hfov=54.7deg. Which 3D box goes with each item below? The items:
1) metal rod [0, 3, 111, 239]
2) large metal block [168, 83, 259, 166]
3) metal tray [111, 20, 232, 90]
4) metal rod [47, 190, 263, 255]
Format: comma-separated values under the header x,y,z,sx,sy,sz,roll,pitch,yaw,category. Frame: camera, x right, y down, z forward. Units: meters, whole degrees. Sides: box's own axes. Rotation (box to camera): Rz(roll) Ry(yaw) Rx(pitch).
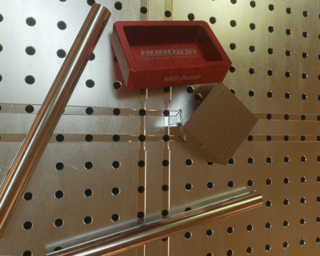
x,y,z,sx,sy,sz,roll,pitch,yaw,category
-0.132,-0.012,0.364,0.025,0.025,0.299,27,81,-19,metal rod
0.073,-0.007,0.428,0.080,0.050,0.080,42,77,-16,large metal block
0.013,-0.095,0.390,0.131,0.030,0.090,-8,56,-20,metal tray
0.008,0.134,0.416,0.303,0.025,0.025,-11,94,-20,metal rod
